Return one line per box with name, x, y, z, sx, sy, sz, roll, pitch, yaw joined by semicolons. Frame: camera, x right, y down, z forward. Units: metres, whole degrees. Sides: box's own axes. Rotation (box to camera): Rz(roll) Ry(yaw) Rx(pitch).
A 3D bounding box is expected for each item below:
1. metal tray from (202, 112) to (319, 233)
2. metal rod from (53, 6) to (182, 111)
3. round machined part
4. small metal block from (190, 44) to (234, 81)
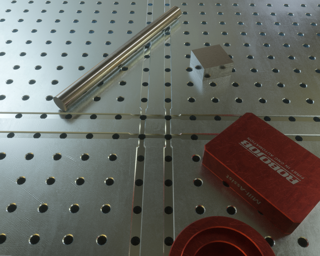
metal tray;0.127;0.046;0.367;0.091;0.030;0.130;-35;58;-26
metal rod;-0.055;-0.128;0.514;0.025;0.025;0.301;28;55;21
round machined part;0.055;0.136;0.283;0.099;0.042;0.098;0;50;0
small metal block;0.082;-0.105;0.497;0.050;0.025;0.050;-15;52;-13
